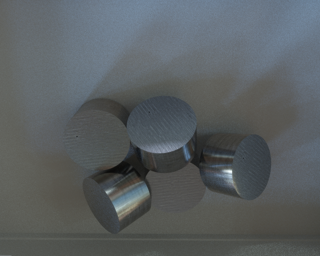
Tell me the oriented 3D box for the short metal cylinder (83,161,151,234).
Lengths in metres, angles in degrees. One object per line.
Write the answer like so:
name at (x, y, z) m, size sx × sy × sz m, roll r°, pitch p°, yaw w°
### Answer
short metal cylinder at (-0.057, 0.089, 0.405) m, size 0.050 × 0.080 × 0.079 m, roll -27°, pitch 115°, yaw -36°

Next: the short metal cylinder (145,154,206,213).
short metal cylinder at (0.019, 0.067, 0.421) m, size 0.081 × 0.050 × 0.079 m, roll 0°, pitch 110°, yaw -1°

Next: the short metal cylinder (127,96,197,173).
short metal cylinder at (0.004, 0.008, 0.375) m, size 0.080 × 0.080 × 0.050 m, roll -8°, pitch 146°, yaw 2°

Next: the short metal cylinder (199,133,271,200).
short metal cylinder at (0.096, 0.047, 0.393) m, size 0.081 × 0.050 × 0.079 m, roll -2°, pitch 93°, yaw -39°

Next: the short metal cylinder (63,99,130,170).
short metal cylinder at (-0.077, 0.007, 0.397) m, size 0.081 × 0.050 × 0.079 m, roll 0°, pitch 110°, yaw -1°
